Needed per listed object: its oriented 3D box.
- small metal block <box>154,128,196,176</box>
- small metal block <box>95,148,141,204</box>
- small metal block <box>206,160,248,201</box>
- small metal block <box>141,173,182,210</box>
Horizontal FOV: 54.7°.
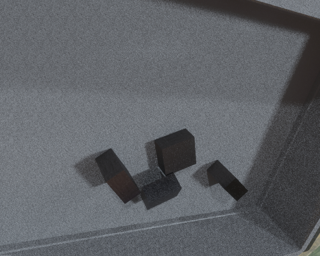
[{"bbox_3d":[0.023,0.035,0.445,0.050,0.025,0.050,-20,126,-17],"label":"small metal block"},{"bbox_3d":[-0.055,0.062,0.402,0.025,0.050,0.050,-34,129,-6],"label":"small metal block"},{"bbox_3d":[0.111,0.086,0.509,0.025,0.050,0.050,-44,130,2],"label":"small metal block"},{"bbox_3d":[0.000,0.094,0.454,0.050,0.025,0.050,-22,159,-16],"label":"small metal block"}]
